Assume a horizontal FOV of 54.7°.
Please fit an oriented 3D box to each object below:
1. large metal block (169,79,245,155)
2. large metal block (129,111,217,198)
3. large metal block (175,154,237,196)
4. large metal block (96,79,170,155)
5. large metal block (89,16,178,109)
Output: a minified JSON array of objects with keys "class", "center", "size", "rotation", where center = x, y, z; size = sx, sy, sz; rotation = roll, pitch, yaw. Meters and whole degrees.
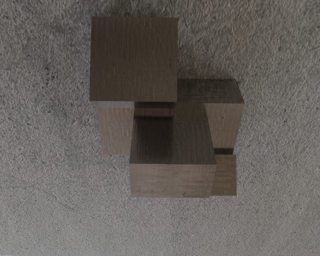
[{"class":"large metal block","center":[0.051,-0.013,0.380],"size":[0.081,0.050,0.079],"rotation":[1,130,-1]},{"class":"large metal block","center":[0.011,0.026,0.330],"size":[0.081,0.080,0.050],"rotation":[1,130,-1]},{"class":"large metal block","center":[0.052,0.060,0.416],"size":[0.081,0.080,0.050],"rotation":[0,86,-1]},{"class":"large metal block","center":[-0.030,-0.013,0.379],"size":[0.081,0.050,0.079],"rotation":[1,130,-1]},{"class":"large metal block","center":[-0.024,-0.063,0.311],"size":[0.081,0.050,0.080],"rotation":[1,86,-1]}]
